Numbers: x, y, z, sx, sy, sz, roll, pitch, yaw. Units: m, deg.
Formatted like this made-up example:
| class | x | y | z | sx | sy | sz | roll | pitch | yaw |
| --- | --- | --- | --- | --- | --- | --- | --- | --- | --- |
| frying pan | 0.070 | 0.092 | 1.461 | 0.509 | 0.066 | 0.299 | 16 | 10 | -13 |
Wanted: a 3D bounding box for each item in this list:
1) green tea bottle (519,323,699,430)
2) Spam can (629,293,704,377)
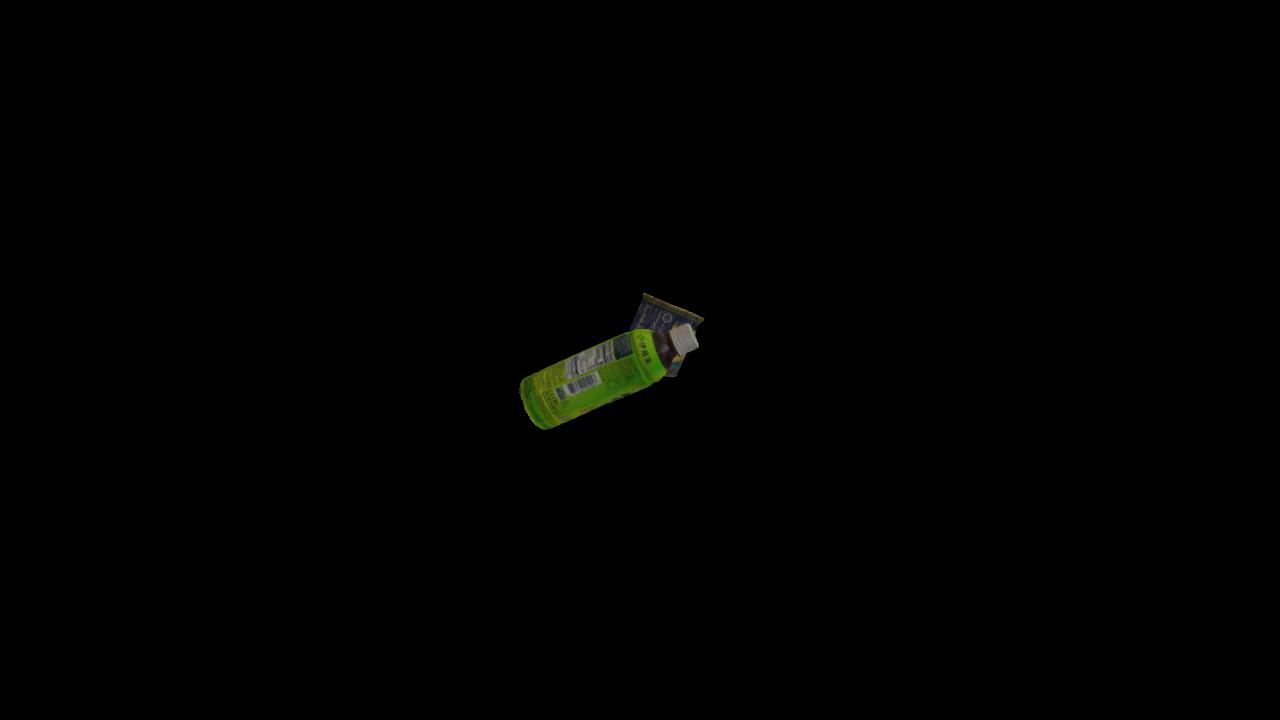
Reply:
| class | x | y | z | sx | sy | sz | roll | pitch | yaw |
| --- | --- | --- | --- | --- | --- | --- | --- | --- | --- |
| green tea bottle | -0.034 | 0.013 | 0.715 | 0.212 | 0.073 | 0.073 | -23 | -5 | 12 |
| Spam can | 0.026 | -0.028 | 0.758 | 0.058 | 0.085 | 0.101 | 26 | 7 | 26 |
